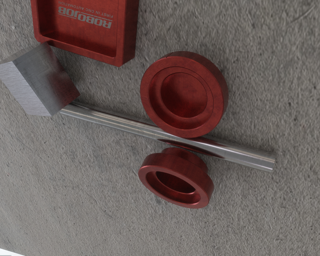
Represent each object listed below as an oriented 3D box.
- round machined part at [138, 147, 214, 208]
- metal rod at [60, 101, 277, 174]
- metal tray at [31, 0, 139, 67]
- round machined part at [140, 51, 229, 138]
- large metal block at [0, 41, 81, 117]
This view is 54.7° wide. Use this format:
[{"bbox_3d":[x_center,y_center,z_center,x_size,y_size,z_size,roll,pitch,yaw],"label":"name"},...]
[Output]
[{"bbox_3d":[0.024,0.062,0.408,0.098,0.042,0.098,19,147,14],"label":"round machined part"},{"bbox_3d":[-0.004,0.005,0.411,0.301,0.025,0.025,15,125,19],"label":"metal rod"},{"bbox_3d":[-0.091,-0.134,0.368,0.130,0.030,0.089,20,126,16],"label":"metal tray"},{"bbox_3d":[0.030,-0.041,0.355,0.098,0.042,0.097,13,124,21],"label":"round machined part"},{"bbox_3d":[-0.167,-0.064,0.418,0.080,0.050,0.080,5,132,46],"label":"large metal block"}]
